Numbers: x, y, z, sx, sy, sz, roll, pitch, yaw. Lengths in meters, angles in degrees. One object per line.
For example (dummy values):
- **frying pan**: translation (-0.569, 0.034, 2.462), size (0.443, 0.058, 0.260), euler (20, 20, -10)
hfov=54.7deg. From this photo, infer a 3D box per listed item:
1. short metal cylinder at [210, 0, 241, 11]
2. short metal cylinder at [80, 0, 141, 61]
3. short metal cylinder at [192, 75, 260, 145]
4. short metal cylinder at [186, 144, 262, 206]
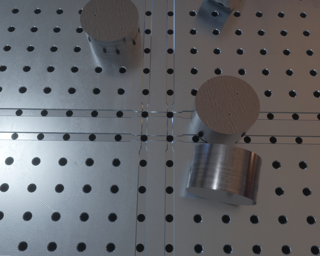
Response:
- **short metal cylinder**: translation (0.104, -0.226, 0.466), size (0.050, 0.080, 0.080), euler (35, 74, 11)
- **short metal cylinder**: translation (-0.070, -0.145, 0.451), size (0.081, 0.050, 0.080), euler (0, 70, 0)
- **short metal cylinder**: translation (0.084, -0.022, 0.407), size (0.081, 0.050, 0.080), euler (0, 70, 0)
- **short metal cylinder**: translation (0.074, 0.056, 0.362), size (0.080, 0.080, 0.050), euler (12, 71, 4)
